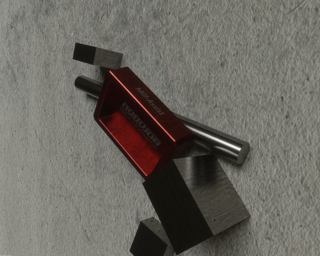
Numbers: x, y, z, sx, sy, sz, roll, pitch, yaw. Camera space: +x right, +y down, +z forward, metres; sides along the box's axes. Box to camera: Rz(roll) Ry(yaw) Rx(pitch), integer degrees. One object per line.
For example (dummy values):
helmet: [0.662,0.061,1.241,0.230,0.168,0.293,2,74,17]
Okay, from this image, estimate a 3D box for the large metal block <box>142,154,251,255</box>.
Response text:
large metal block: [0.040,0.077,0.335,0.050,0.081,0.080,-42,65,32]

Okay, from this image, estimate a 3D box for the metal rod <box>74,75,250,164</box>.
metal rod: [-0.020,-0.024,0.419,0.300,0.025,0.025,25,106,37]

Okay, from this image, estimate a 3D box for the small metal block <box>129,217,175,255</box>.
small metal block: [-0.008,0.156,0.410,0.050,0.025,0.050,31,109,35]

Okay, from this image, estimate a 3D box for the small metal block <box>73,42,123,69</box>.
small metal block: [-0.093,-0.107,0.463,0.050,0.050,0.025,22,104,37]

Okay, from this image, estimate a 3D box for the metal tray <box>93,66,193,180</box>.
metal tray: [-0.028,-0.003,0.393,0.130,0.030,0.089,47,136,19]
